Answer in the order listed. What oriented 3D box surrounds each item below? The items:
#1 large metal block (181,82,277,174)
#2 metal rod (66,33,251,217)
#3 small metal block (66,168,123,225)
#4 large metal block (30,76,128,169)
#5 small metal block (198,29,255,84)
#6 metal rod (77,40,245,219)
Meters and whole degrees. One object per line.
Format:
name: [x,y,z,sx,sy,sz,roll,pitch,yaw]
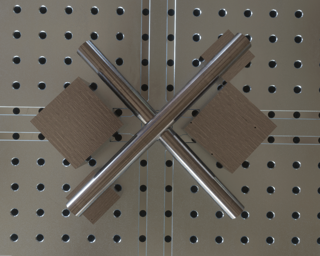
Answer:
large metal block: [0.086,0.000,0.401,0.080,0.050,0.080,43,90,0]
metal rod: [-0.001,-0.004,0.388,0.300,0.025,0.025,-45,90,0]
small metal block: [-0.086,0.090,0.413,0.050,0.025,0.050,45,90,0]
large metal block: [-0.101,-0.006,0.400,0.080,0.050,0.080,-43,90,0]
small metal block: [0.088,-0.093,0.414,0.050,0.025,0.050,-44,90,0]
metal rod: [0.001,0.002,0.412,0.025,0.025,0.300,-43,90,0]
